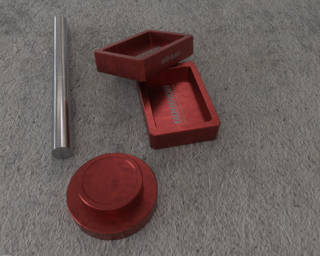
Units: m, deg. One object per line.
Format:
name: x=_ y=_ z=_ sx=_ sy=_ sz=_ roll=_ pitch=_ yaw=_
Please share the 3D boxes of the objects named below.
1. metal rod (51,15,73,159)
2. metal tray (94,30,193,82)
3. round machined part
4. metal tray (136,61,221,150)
metal rod: x=-0.150 y=-0.082 z=0.470 sx=0.025 sy=0.025 sz=0.300 roll=-9 pitch=51 yaw=-8
metal tray: x=-0.020 y=-0.113 z=0.463 sx=0.090 sy=0.030 sz=0.131 roll=18 pitch=38 yaw=32
round machined part: x=-0.052 y=0.066 z=0.336 sx=0.099 sy=0.042 sz=0.098 roll=0 pitch=50 yaw=0
metal tray: x=0.020 y=-0.036 z=0.430 sx=0.091 sy=0.030 sz=0.130 roll=-9 pitch=51 yaw=-8
